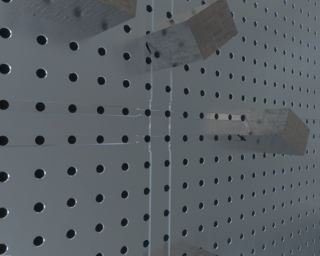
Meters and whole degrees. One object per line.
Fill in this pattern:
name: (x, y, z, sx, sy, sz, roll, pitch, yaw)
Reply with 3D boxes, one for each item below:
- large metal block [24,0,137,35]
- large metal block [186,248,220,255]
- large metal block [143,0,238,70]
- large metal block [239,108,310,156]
large metal block: (-0.078, -0.137, 0.307, 0.081, 0.080, 0.050, 8, 85, -40)
large metal block: (0.051, 0.229, 0.435, 0.081, 0.050, 0.080, -6, 94, -40)
large metal block: (0.040, -0.122, 0.406, 0.080, 0.080, 0.050, -42, 116, -32)
large metal block: (0.199, 0.007, 0.539, 0.080, 0.080, 0.050, 32, 70, -35)
